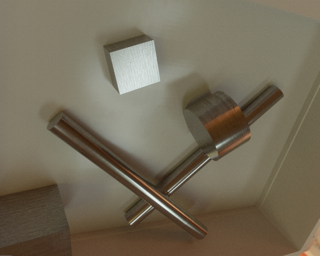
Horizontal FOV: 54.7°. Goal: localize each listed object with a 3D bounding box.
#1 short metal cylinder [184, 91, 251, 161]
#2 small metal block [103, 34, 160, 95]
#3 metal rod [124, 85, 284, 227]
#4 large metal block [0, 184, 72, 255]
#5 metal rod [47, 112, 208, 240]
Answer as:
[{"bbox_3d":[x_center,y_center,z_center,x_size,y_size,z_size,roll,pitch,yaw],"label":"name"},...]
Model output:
[{"bbox_3d":[0.075,-0.003,0.414,0.050,0.080,0.080,-31,129,-9],"label":"short metal cylinder"},{"bbox_3d":[-0.031,-0.072,0.349,0.050,0.025,0.050,-21,127,-16],"label":"small metal block"},{"bbox_3d":[0.067,0.042,0.473,0.300,0.025,0.025,-41,130,0],"label":"metal rod"},{"bbox_3d":[-0.154,0.118,0.363,0.081,0.080,0.050,-9,123,-24],"label":"large metal block"},{"bbox_3d":[-0.025,0.080,0.421,0.025,0.025,0.300,-44,122,2],"label":"metal rod"}]
